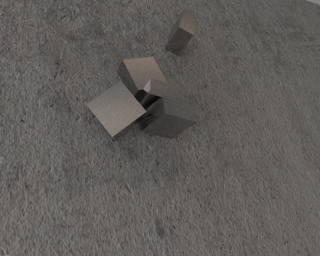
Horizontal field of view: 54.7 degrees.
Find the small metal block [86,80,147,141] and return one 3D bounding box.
[{"bbox_3d":[-0.052,-0.021,0.375,0.050,0.025,0.050,-38,82,-12],"label":"small metal block"}]

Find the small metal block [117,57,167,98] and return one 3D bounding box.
[{"bbox_3d":[-0.024,-0.070,0.433,0.050,0.025,0.050,-16,70,-34],"label":"small metal block"}]

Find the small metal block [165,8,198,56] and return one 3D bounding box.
[{"bbox_3d":[0.034,-0.154,0.500,0.025,0.050,0.050,25,53,-14],"label":"small metal block"}]

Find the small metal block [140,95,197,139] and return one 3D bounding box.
[{"bbox_3d":[0.010,-0.012,0.394,0.050,0.050,0.025,15,56,-34],"label":"small metal block"}]

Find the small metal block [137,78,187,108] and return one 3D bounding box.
[{"bbox_3d":[0.001,-0.035,0.409,0.050,0.050,0.025,14,56,-21],"label":"small metal block"}]
